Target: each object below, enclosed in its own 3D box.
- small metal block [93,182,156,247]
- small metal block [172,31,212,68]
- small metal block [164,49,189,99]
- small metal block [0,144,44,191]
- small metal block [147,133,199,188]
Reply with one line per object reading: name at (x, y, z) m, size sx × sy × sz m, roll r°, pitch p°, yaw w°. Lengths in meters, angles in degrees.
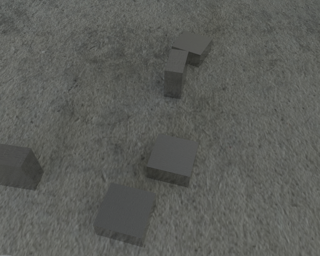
small metal block at (-0.035, 0.091, 0.327) m, size 0.050 × 0.025 × 0.050 m, roll 12°, pitch 51°, yaw 9°
small metal block at (0.053, -0.132, 0.515) m, size 0.050 × 0.025 × 0.050 m, roll 22°, pitch 53°, yaw 17°
small metal block at (0.024, -0.079, 0.454) m, size 0.025 × 0.050 × 0.050 m, roll 10°, pitch 51°, yaw 8°
small metal block at (-0.166, 0.044, 0.348) m, size 0.050 × 0.050 × 0.025 m, roll 8°, pitch 51°, yaw 6°
small metal block at (0.016, 0.038, 0.371) m, size 0.050 × 0.025 × 0.050 m, roll 12°, pitch 51°, yaw 10°
